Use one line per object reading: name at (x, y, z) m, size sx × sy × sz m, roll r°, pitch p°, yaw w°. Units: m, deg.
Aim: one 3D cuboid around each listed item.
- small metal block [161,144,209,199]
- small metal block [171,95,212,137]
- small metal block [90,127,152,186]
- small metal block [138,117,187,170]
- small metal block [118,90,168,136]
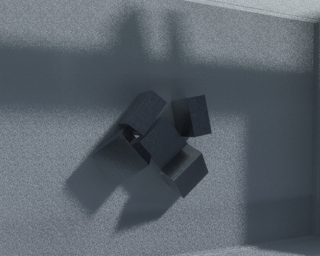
small metal block at (0.034, 0.057, 0.409) m, size 0.050 × 0.025 × 0.050 m, roll -43°, pitch 141°, yaw -15°
small metal block at (0.041, -0.015, 0.411) m, size 0.025 × 0.050 × 0.050 m, roll -12°, pitch 94°, yaw -21°
small metal block at (-0.047, 0.035, 0.380) m, size 0.050 × 0.025 × 0.050 m, roll -35°, pitch 104°, yaw 17°
small metal block at (0.001, 0.021, 0.410) m, size 0.050 × 0.025 × 0.050 m, roll -44°, pitch 104°, yaw -15°
small metal block at (-0.023, -0.018, 0.387) m, size 0.025 × 0.050 × 0.050 m, roll 38°, pitch 78°, yaw -16°
